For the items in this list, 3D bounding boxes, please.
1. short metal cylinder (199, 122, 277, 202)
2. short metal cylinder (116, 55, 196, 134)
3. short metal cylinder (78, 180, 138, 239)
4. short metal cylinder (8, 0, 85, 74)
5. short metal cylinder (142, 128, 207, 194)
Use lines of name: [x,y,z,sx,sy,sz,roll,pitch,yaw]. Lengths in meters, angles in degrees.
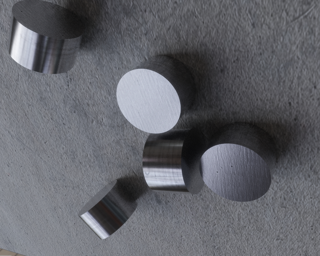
short metal cylinder: [0.093,0.040,0.366,0.080,0.050,0.079,13,124,21]
short metal cylinder: [-0.004,-0.040,0.368,0.080,0.050,0.079,13,124,21]
short metal cylinder: [-0.083,0.129,0.495,0.050,0.080,0.080,49,129,-7]
short metal cylinder: [-0.138,-0.111,0.376,0.080,0.080,0.050,35,129,5]
short metal cylinder: [0.021,0.040,0.385,0.050,0.080,0.080,-3,117,29]
